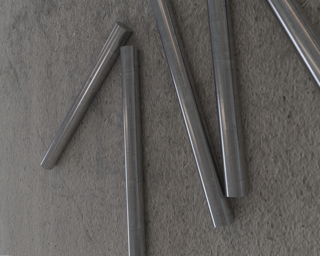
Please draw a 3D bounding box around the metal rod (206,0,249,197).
[{"bbox_3d":[0.071,-0.076,0.346,0.025,0.025,0.298,-8,85,40],"label":"metal rod"}]

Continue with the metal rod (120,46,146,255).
[{"bbox_3d":[-0.038,0.035,0.435,0.025,0.025,0.298,-4,87,40],"label":"metal rod"}]

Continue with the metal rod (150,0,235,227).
[{"bbox_3d":[0.034,-0.034,0.376,0.025,0.025,0.299,-24,75,37],"label":"metal rod"}]

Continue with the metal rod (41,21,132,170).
[{"bbox_3d":[-0.131,-0.039,0.513,0.025,0.025,0.298,51,120,27],"label":"metal rod"}]

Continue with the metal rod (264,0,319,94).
[{"bbox_3d":[0.120,-0.123,0.305,0.025,0.025,0.299,-34,69,35],"label":"metal rod"}]
